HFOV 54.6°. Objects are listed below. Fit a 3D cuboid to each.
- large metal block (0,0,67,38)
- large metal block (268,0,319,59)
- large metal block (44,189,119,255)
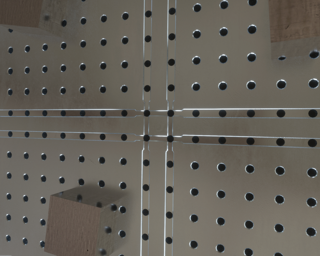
[{"bbox_3d":[-0.192,-0.187,0.468,0.080,0.050,0.080,12,94,19],"label":"large metal block"},{"bbox_3d":[0.144,-0.124,0.333,0.050,0.080,0.080,-3,89,20],"label":"large metal block"},{"bbox_3d":[-0.110,0.137,0.439,0.080,0.050,0.080,8,93,20],"label":"large metal block"}]
